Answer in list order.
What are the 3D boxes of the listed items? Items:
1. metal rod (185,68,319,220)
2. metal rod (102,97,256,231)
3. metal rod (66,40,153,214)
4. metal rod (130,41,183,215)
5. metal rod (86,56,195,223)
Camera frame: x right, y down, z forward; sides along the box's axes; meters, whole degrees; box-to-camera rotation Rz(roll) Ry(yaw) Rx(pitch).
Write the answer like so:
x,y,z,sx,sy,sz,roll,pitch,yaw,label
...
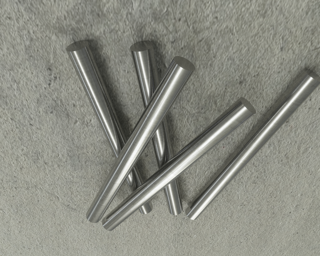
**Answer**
x,y,z,sx,sy,sz,roll,pitch,yaw,label
0.116,0.043,0.444,0.025,0.025,0.298,19,128,-15,metal rod
0.009,0.065,0.427,0.025,0.025,0.299,31,123,-24,metal rod
-0.056,0.023,0.425,0.025,0.025,0.299,-10,130,8,metal rod
0.003,0.024,0.427,0.025,0.025,0.298,-7,130,6,metal rod
-0.040,0.036,0.403,0.025,0.025,0.298,20,127,-17,metal rod
